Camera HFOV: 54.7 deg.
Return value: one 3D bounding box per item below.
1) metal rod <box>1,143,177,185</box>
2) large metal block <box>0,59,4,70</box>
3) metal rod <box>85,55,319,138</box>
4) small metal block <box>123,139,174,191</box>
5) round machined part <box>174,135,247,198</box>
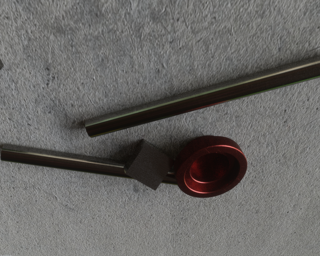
[{"bbox_3d":[-0.070,0.058,0.455,0.302,0.025,0.025,10,130,-9],"label":"metal rod"},{"bbox_3d":[-0.227,-0.081,0.318,0.080,0.050,0.080,-7,130,6],"label":"large metal block"},{"bbox_3d":[0.051,-0.036,0.377,0.301,0.025,0.025,-15,129,11],"label":"metal rod"},{"bbox_3d":[-0.015,0.051,0.433,0.050,0.025,0.050,33,94,-17],"label":"small metal block"},{"bbox_3d":[0.067,0.049,0.432,0.099,0.042,0.097,-6,127,-7],"label":"round machined part"}]
